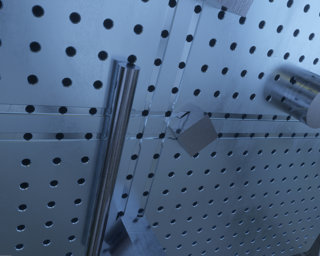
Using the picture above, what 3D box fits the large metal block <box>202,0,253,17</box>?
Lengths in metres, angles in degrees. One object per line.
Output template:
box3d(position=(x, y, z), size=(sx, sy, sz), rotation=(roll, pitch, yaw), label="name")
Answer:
box3d(position=(0.066, -0.174, 0.325), size=(0.081, 0.050, 0.079), rotation=(11, 113, -34), label="large metal block")

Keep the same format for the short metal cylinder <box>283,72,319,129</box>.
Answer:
box3d(position=(0.252, -0.046, 0.508), size=(0.081, 0.050, 0.079), rotation=(-14, 125, -21), label="short metal cylinder")

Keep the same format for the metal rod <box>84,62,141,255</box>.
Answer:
box3d(position=(-0.069, 0.061, 0.412), size=(0.025, 0.025, 0.298), rotation=(0, 118, -29), label="metal rod")

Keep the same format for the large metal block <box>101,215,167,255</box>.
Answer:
box3d(position=(-0.045, 0.193, 0.472), size=(0.050, 0.080, 0.080), rotation=(18, 109, -36), label="large metal block")

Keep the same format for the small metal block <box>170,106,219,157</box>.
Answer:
box3d(position=(0.050, 0.006, 0.444), size=(0.050, 0.025, 0.050), rotation=(-36, 130, -5), label="small metal block")
